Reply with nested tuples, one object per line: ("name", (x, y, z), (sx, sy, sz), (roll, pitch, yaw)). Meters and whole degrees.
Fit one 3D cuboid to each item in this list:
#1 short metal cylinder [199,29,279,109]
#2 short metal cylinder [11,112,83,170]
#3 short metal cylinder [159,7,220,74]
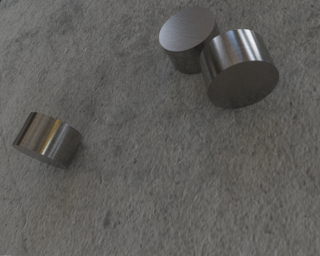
("short metal cylinder", (0.090, -0.067, 0.362), (0.080, 0.080, 0.050), (-20, 55, 16))
("short metal cylinder", (-0.157, 0.019, 0.437), (0.080, 0.080, 0.050), (9, 66, 31))
("short metal cylinder", (0.046, -0.123, 0.438), (0.080, 0.050, 0.080), (-13, 56, 20))
